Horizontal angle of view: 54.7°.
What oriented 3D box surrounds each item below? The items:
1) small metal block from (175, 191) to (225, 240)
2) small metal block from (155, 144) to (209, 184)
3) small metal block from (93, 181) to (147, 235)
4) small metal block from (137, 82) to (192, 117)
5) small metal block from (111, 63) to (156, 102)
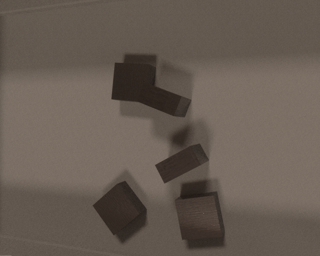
[{"bbox_3d":[0.051,0.111,0.392,0.050,0.025,0.050,-12,86,19],"label":"small metal block"},{"bbox_3d":[0.029,0.043,0.386,0.050,0.050,0.025,-30,80,17],"label":"small metal block"},{"bbox_3d":[-0.056,0.110,0.429,0.050,0.025,0.050,-43,77,14],"label":"small metal block"},{"bbox_3d":[0.007,-0.035,0.394,0.050,0.050,0.025,23,98,18],"label":"small metal block"},{"bbox_3d":[-0.036,-0.061,0.422,0.050,0.025,0.050,6,92,19],"label":"small metal block"}]
